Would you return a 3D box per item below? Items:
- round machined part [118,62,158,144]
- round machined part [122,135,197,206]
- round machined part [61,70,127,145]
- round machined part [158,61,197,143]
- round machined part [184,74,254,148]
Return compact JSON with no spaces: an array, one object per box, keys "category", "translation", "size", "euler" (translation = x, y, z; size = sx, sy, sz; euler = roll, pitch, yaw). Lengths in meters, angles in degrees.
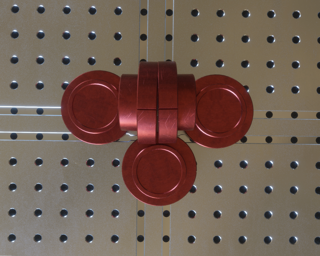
[{"category":"round machined part","translation":[-0.025,-0.030,0.370],"size":[0.042,0.098,0.097],"euler":[1,90,0]},{"category":"round machined part","translation":[-0.001,0.054,0.405],"size":[0.099,0.042,0.097],"euler":[0,90,-1]},{"category":"round machined part","translation":[-0.080,-0.027,0.404],"size":[0.099,0.042,0.097],"euler":[0,90,-1]},{"category":"round machined part","translation":[0.019,-0.031,0.372],"size":[0.042,0.098,0.097],"euler":[-1,90,0]},{"category":"round machined part","translation":[0.074,-0.022,0.405],"size":[0.099,0.042,0.097],"euler":[0,90,-1]}]
